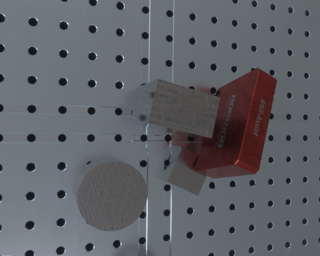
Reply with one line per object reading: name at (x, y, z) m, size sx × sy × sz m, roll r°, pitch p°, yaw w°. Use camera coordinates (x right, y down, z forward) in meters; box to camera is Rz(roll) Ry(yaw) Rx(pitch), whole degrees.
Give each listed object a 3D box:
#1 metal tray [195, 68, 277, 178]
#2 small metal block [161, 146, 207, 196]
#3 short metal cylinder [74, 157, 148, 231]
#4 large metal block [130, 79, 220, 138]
metal tray at (0.096, -0.003, 0.398) m, size 0.030 × 0.090 × 0.130 m, roll 26°, pitch 68°, yaw -18°
small metal block at (0.037, 0.058, 0.426) m, size 0.050 × 0.025 × 0.050 m, roll 28°, pitch 81°, yaw -18°
short metal cylinder at (-0.061, 0.078, 0.377) m, size 0.081 × 0.050 × 0.079 m, roll 0°, pitch 90°, yaw -20°
large metal block at (0.016, -0.021, 0.389) m, size 0.081 × 0.080 × 0.050 m, roll 14°, pitch 86°, yaw -20°
